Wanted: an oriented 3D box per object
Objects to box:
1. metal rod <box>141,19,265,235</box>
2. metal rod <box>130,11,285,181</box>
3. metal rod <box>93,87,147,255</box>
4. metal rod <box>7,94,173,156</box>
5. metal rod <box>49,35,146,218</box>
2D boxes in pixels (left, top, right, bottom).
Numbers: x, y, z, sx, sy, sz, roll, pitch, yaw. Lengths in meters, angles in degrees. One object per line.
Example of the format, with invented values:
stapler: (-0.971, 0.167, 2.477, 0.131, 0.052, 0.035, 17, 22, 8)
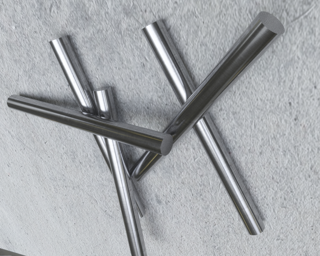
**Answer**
metal rod: (0.060, 0.011, 0.381, 0.025, 0.025, 0.299, -18, 109, 35)
metal rod: (0.027, -0.007, 0.355, 0.025, 0.025, 0.298, 40, 139, 1)
metal rod: (-0.054, 0.087, 0.462, 0.025, 0.025, 0.298, 1, 111, 28)
metal rod: (-0.115, -0.012, 0.427, 0.300, 0.025, 0.025, 14, 125, 32)
metal rod: (-0.084, 0.013, 0.459, 0.025, 0.025, 0.299, -7, 115, 31)
